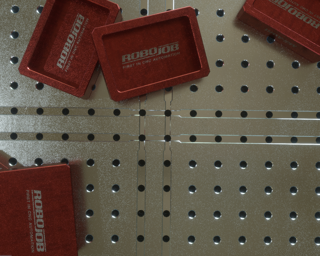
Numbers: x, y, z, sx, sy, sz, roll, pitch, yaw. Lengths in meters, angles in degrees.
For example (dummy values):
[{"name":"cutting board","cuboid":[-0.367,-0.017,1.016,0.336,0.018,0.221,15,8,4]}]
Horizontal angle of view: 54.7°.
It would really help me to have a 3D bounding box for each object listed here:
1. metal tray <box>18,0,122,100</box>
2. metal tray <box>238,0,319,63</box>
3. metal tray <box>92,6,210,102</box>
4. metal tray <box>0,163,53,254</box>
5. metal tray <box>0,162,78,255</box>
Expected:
[{"name":"metal tray","cuboid":[-0.116,-0.114,0.409,0.090,0.030,0.129,22,90,-1]},{"name":"metal tray","cuboid":[0.183,-0.159,0.413,0.130,0.030,0.090,30,90,-1]},{"name":"metal tray","cuboid":[-0.011,-0.093,0.393,0.131,0.030,0.089,-17,99,-11]},{"name":"metal tray","cuboid":[-0.220,0.102,0.408,0.130,0.030,0.090,37,90,-1]},{"name":"metal tray","cuboid":[-0.156,0.114,0.391,0.091,0.030,0.129,-5,90,-20]}]
